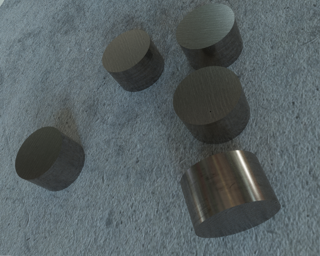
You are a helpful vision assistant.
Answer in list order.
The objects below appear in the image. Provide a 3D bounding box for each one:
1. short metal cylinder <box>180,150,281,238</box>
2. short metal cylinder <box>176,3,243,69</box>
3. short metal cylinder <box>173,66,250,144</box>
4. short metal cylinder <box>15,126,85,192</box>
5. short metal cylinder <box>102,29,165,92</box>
[{"bbox_3d":[0.065,0.065,0.295,0.080,0.080,0.050,-26,53,12],"label":"short metal cylinder"},{"bbox_3d":[0.069,-0.123,0.428,0.080,0.050,0.080,-13,56,21],"label":"short metal cylinder"},{"bbox_3d":[0.062,-0.027,0.372,0.080,0.050,0.080,-13,56,21],"label":"short metal cylinder"},{"bbox_3d":[-0.156,0.044,0.443,0.080,0.050,0.080,-13,56,21],"label":"short metal cylinder"},{"bbox_3d":[-0.040,-0.102,0.472,0.080,0.050,0.080,-13,56,21],"label":"short metal cylinder"}]
